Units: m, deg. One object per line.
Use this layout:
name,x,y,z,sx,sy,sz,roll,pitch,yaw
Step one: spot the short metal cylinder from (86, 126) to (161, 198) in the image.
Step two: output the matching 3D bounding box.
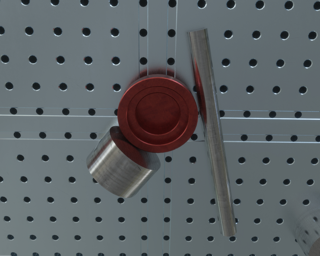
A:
short metal cylinder,-0.046,0.043,0.399,0.080,0.080,0.050,37,106,-13

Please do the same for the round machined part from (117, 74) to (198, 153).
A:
round machined part,-0.003,-0.021,0.397,0.099,0.042,0.097,0,110,0

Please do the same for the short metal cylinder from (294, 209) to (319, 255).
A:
short metal cylinder,0.252,0.169,0.464,0.081,0.050,0.079,0,110,0

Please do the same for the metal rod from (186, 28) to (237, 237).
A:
metal rod,0.074,0.020,0.421,0.025,0.025,0.298,-11,110,4
